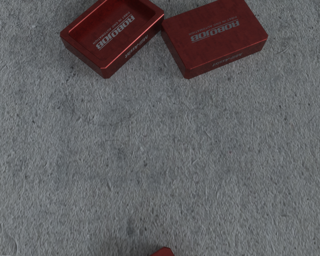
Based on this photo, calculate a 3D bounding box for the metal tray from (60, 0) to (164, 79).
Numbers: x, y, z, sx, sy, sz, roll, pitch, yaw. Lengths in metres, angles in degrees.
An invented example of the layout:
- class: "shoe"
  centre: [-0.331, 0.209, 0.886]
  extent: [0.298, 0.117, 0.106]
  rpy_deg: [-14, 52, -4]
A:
- class: "metal tray"
  centre: [-0.068, -0.146, 0.457]
  extent: [0.090, 0.030, 0.130]
  rpy_deg: [39, 74, 13]

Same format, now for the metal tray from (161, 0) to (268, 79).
- class: "metal tray"
  centre: [0.078, -0.136, 0.456]
  extent: [0.131, 0.030, 0.090]
  rpy_deg: [-23, 72, -8]

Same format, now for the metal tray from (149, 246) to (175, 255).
- class: "metal tray"
  centre: [0.004, 0.207, 0.330]
  extent: [0.090, 0.030, 0.130]
  rpy_deg: [-30, 73, -11]
